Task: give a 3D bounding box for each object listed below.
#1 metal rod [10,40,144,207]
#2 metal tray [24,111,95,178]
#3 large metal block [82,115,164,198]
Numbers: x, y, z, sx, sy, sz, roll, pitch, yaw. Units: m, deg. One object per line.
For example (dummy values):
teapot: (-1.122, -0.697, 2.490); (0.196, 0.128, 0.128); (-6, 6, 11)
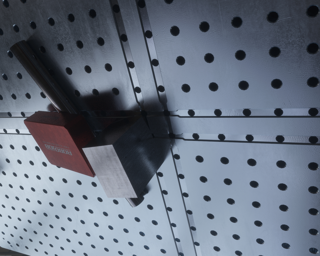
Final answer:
metal rod: (-0.120, 0.001, 0.475); (0.025, 0.025, 0.299); (-26, 104, 37)
metal tray: (-0.145, 0.021, 0.471); (0.130, 0.030, 0.090); (6, 128, 43)
large metal block: (-0.047, 0.038, 0.424); (0.050, 0.080, 0.080); (-8, 114, 32)
